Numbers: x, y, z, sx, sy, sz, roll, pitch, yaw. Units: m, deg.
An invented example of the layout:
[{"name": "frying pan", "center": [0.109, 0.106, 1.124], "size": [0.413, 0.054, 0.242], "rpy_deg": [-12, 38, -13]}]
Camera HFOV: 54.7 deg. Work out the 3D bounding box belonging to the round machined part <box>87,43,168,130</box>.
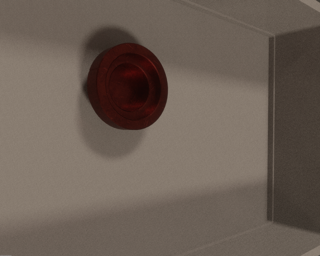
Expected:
[{"name": "round machined part", "center": [-0.041, -0.047, 0.363], "size": [0.099, 0.042, 0.097], "rpy_deg": [0, 90, -40]}]
